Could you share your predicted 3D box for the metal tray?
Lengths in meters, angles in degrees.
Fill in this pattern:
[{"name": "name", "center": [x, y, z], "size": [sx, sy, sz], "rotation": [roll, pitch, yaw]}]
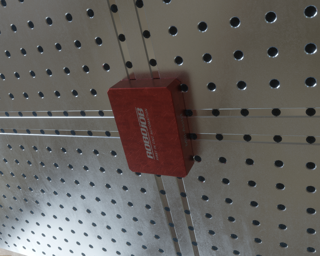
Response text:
[{"name": "metal tray", "center": [-0.010, 0.001, 0.412], "size": [0.090, 0.030, 0.129], "rotation": [2, 120, 27]}]
